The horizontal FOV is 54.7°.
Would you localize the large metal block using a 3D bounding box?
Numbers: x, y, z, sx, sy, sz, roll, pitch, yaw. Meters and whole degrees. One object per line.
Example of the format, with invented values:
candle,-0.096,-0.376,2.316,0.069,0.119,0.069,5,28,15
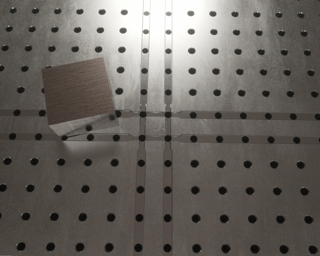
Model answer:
large metal block,-0.104,-0.040,0.412,0.081,0.050,0.080,-12,71,-5
